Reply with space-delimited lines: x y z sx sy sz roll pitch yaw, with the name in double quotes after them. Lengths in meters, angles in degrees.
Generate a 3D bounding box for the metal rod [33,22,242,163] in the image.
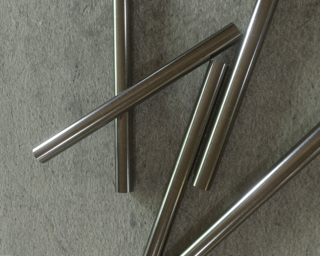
-0.034 -0.040 0.396 0.300 0.025 0.025 -31 80 8 "metal rod"

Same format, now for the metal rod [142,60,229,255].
0.026 0.061 0.398 0.025 0.025 0.298 21 97 18 "metal rod"

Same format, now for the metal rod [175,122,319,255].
0.109 0.086 0.370 0.025 0.025 0.299 46 104 14 "metal rod"

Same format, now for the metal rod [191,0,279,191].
0.099 -0.067 0.373 0.025 0.025 0.298 21 97 18 "metal rod"

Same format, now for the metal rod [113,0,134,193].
-0.051 -0.062 0.425 0.025 0.025 0.298 -1 90 19 "metal rod"
